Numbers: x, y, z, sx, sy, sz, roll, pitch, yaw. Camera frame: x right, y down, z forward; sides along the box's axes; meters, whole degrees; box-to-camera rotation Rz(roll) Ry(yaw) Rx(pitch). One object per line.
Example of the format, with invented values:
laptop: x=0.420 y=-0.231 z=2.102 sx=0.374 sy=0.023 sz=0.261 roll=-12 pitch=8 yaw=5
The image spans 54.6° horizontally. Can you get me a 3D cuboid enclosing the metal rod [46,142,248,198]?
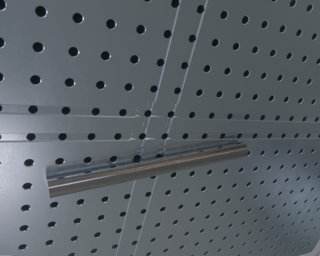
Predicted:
metal rod: x=-0.001 y=0.055 z=0.443 sx=0.302 sy=0.025 sz=0.025 roll=-8 pitch=122 yaw=-24
